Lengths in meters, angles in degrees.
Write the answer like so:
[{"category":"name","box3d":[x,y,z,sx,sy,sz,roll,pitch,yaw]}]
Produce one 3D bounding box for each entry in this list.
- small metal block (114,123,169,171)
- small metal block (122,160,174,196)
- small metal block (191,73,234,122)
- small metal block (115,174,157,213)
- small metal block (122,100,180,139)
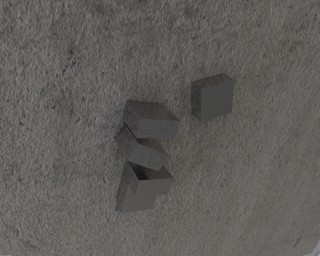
[{"category":"small metal block","box3d":[-0.024,0.024,0.393,0.050,0.050,0.025,25,105,-37]},{"category":"small metal block","box3d":[-0.017,0.065,0.421,0.050,0.050,0.025,1,118,-29]},{"category":"small metal block","box3d":[0.071,-0.041,0.420,0.050,0.025,0.050,-17,125,-19]},{"category":"small metal block","box3d":[-0.032,0.092,0.446,0.050,0.025,0.050,1,118,-29]},{"category":"small metal block","box3d":[-0.012,-0.010,0.377,0.050,0.050,0.025,2,117,-30]}]
